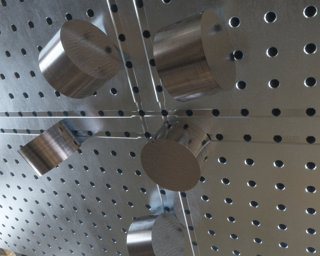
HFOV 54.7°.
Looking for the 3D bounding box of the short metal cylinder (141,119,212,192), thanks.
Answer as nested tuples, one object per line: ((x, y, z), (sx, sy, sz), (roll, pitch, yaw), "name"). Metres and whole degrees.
((0.022, 0.036, 0.404), (0.080, 0.050, 0.079), (13, 124, 20), "short metal cylinder")

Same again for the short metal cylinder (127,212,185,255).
((-0.005, 0.177, 0.486), (0.050, 0.080, 0.080), (-21, 107, 35), "short metal cylinder")

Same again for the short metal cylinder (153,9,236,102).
((0.037, -0.070, 0.312), (0.050, 0.080, 0.080), (-12, 113, 33), "short metal cylinder")

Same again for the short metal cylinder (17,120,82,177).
((-0.171, 0.031, 0.482), (0.080, 0.080, 0.050), (-27, 104, 37), "short metal cylinder")

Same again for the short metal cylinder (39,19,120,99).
((-0.096, -0.082, 0.374), (0.050, 0.080, 0.080), (-30, 102, 37), "short metal cylinder")
